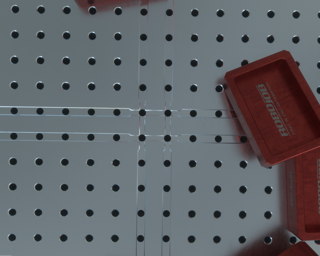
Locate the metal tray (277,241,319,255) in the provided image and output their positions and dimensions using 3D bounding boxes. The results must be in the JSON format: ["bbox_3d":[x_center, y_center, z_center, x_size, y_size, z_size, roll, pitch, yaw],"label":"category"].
[{"bbox_3d":[0.154,0.216,0.397,0.130,0.030,0.090,-33,111,0],"label":"metal tray"}]

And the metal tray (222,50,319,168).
[{"bbox_3d":[0.147,-0.025,0.395,0.090,0.030,0.130,-22,74,-1],"label":"metal tray"}]

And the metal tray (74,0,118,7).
[{"bbox_3d":[-0.057,-0.220,0.409,0.131,0.030,0.089,-10,90,-1],"label":"metal tray"}]

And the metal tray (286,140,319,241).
[{"bbox_3d":[0.221,0.080,0.413,0.091,0.030,0.129,-2,90,-1],"label":"metal tray"}]
